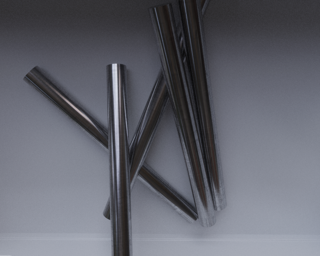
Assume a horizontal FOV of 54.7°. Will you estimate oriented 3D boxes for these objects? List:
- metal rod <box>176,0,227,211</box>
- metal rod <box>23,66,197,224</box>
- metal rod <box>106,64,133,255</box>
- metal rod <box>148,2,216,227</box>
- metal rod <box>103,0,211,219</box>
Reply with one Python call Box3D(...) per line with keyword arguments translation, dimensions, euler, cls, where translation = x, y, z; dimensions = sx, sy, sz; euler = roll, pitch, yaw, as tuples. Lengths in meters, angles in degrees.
Box3D(translation=(0.056, -0.017, 0.386), dimensions=(0.025, 0.025, 0.298), euler=(-11, 117, 3), cls="metal rod")
Box3D(translation=(-0.055, 0.031, 0.422), dimensions=(0.025, 0.025, 0.300), euler=(-43, 105, 14), cls="metal rod")
Box3D(translation=(-0.048, 0.072, 0.373), dimensions=(0.025, 0.025, 0.298), euler=(-2, 85, 0), cls="metal rod")
Box3D(translation=(0.034, 0.004, 0.382), dimensions=(0.025, 0.025, 0.298), euler=(-13, 116, 4), cls="metal rod")
Box3D(translation=(-0.009, -0.017, 0.386), dimensions=(0.025, 0.025, 0.298), euler=(21, 102, -8), cls="metal rod")
